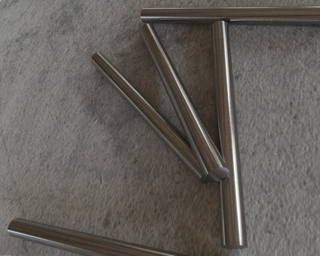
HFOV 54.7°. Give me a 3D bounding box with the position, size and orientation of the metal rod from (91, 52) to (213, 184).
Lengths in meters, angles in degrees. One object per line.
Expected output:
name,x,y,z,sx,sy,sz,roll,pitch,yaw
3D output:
metal rod,-0.026,-0.032,0.435,0.025,0.025,0.300,-42,51,-1

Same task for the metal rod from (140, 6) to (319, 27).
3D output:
metal rod,0.097,-0.164,0.452,0.300,0.025,0.025,14,69,33

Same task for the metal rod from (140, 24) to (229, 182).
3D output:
metal rod,0.018,-0.057,0.412,0.025,0.025,0.300,-29,47,9

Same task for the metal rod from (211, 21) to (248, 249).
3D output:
metal rod,0.079,-0.016,0.371,0.025,0.025,0.299,-10,57,22

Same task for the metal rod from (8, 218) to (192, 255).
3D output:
metal rod,-0.063,0.137,0.351,0.300,0.025,0.025,1,62,28
